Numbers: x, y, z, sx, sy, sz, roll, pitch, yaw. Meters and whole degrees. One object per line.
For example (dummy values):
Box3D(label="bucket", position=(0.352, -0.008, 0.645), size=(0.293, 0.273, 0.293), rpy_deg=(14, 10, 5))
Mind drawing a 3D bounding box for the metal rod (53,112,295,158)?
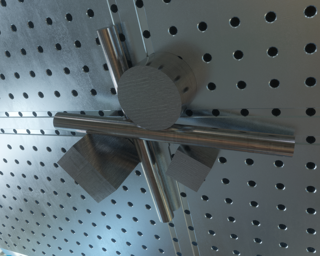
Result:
Box3D(label="metal rod", position=(0.005, 0.006, 0.387), size=(0.301, 0.025, 0.025), rpy_deg=(6, 121, 16))

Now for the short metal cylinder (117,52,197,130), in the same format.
Box3D(label="short metal cylinder", position=(-0.003, -0.044, 0.368), size=(0.080, 0.050, 0.079), rpy_deg=(13, 124, 20))

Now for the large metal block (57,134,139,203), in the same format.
Box3D(label="large metal block", position=(-0.082, 0.045, 0.443), size=(0.080, 0.080, 0.050), rpy_deg=(46, 129, -5))

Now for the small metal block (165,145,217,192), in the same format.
Box3D(label="small metal block", position=(0.041, 0.052, 0.421), size=(0.050, 0.025, 0.050), rpy_deg=(29, 128, 9))

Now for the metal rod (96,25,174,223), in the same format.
Box3D(label="metal rod", position=(-0.027, 0.011, 0.431), size=(0.025, 0.025, 0.298), rpy_deg=(-2, 118, 29))
